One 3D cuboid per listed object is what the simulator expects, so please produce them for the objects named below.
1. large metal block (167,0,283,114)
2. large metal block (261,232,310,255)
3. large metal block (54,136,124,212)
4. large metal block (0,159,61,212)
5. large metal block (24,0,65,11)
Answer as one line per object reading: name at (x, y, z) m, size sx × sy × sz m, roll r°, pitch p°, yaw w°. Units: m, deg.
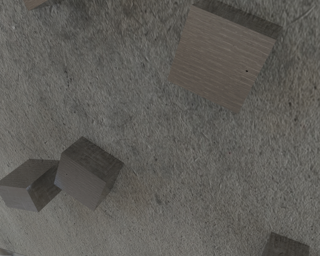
large metal block at (0.063, -0.074, 0.312) m, size 0.080 × 0.050 × 0.079 m, roll 27°, pitch 128°, yaw 11°
large metal block at (0.158, 0.203, 0.414) m, size 0.050 × 0.080 × 0.079 m, roll 18°, pitch 125°, yaw 18°
large metal block at (-0.116, 0.074, 0.497) m, size 0.080 × 0.050 × 0.079 m, roll 32°, pitch 129°, yaw 7°
large metal block at (-0.225, 0.099, 0.552) m, size 0.080 × 0.080 × 0.050 m, roll -1°, pitch 118°, yaw 28°
large metal block at (-0.122, -0.186, 0.340) m, size 0.080 × 0.050 × 0.080 m, roll -10°, pitch 114°, yaw 32°
